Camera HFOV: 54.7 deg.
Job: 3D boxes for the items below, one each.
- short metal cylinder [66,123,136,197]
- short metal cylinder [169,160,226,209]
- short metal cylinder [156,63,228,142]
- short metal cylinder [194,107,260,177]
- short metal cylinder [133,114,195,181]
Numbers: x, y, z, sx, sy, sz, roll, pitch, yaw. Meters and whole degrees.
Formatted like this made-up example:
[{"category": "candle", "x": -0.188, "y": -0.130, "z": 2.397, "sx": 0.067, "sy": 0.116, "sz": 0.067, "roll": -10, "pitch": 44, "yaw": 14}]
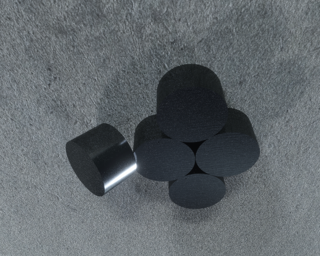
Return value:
[{"category": "short metal cylinder", "x": -0.076, "y": 0.040, "z": 0.399, "sx": 0.080, "sy": 0.050, "sz": 0.079, "roll": 31, "pitch": 138, "yaw": 33}, {"category": "short metal cylinder", "x": 0.053, "y": 0.075, "z": 0.456, "sx": 0.081, "sy": 0.050, "sz": 0.079, "roll": 0, "pitch": 130, "yaw": 0}, {"category": "short metal cylinder", "x": 0.036, "y": -0.029, "z": 0.368, "sx": 0.081, "sy": 0.050, "sz": 0.079, "roll": 0, "pitch": 130, "yaw": 0}, {"category": "short metal cylinder", "x": 0.085, "y": 0.019, "z": 0.409, "sx": 0.081, "sy": 0.050, "sz": 0.079, "roll": 0, "pitch": 130, "yaw": 0}, {"category": "short metal cylinder", "x": 0.005, "y": 0.026, "z": 0.415, "sx": 0.081, "sy": 0.050, "sz": 0.079, "roll": 0, "pitch": 130, "yaw": 0}]
